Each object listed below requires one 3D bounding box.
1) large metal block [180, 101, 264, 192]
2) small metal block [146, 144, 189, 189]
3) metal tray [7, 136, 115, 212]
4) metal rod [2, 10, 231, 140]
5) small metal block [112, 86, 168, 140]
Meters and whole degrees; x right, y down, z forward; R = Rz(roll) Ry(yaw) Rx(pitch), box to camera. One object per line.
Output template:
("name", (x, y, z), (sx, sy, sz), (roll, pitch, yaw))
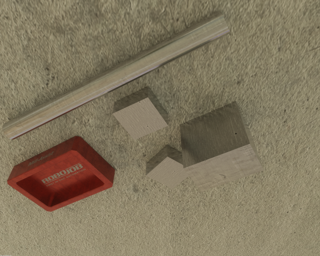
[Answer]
("large metal block", (0.074, 0.023, 0.392), (0.080, 0.080, 0.050), (-23, 127, 18))
("small metal block", (0.015, 0.058, 0.457), (0.050, 0.025, 0.050), (31, 124, -24))
("metal tray", (-0.146, 0.073, 0.463), (0.130, 0.030, 0.090), (-25, 126, 19))
("metal rod", (-0.065, -0.052, 0.361), (0.300, 0.025, 0.025), (-23, 127, 18))
("small metal block", (-0.024, -0.018, 0.392), (0.050, 0.025, 0.050), (-23, 127, 18))
